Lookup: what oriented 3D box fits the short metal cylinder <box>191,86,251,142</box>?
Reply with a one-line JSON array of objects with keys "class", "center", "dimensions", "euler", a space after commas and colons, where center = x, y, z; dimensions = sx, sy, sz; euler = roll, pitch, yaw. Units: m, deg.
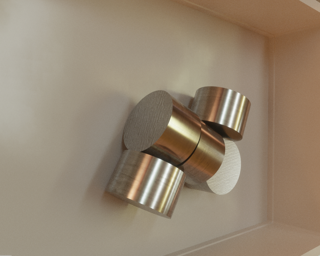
[{"class": "short metal cylinder", "center": [0.083, -0.018, 0.441], "dimensions": [0.080, 0.080, 0.050], "euler": [29, 72, -37]}]

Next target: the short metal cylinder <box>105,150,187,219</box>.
[{"class": "short metal cylinder", "center": [-0.016, 0.065, 0.358], "dimensions": [0.080, 0.080, 0.050], "euler": [36, 68, -35]}]

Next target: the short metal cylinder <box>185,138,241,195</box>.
[{"class": "short metal cylinder", "center": [0.073, 0.053, 0.452], "dimensions": [0.081, 0.050, 0.079], "euler": [0, 90, -40]}]

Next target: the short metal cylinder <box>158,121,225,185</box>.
[{"class": "short metal cylinder", "center": [0.036, 0.027, 0.402], "dimensions": [0.050, 0.080, 0.080], "euler": [34, 69, -36]}]

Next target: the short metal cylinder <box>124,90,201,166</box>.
[{"class": "short metal cylinder", "center": [0.002, 0.002, 0.372], "dimensions": [0.050, 0.080, 0.080], "euler": [32, 70, -36]}]
